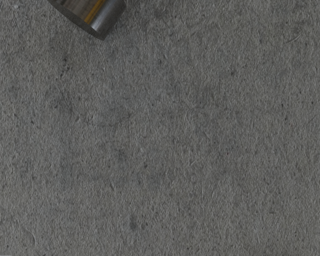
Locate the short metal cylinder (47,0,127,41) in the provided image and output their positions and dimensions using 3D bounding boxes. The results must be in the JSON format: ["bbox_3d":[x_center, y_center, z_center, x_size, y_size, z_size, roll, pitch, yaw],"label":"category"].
[{"bbox_3d":[-0.089,-0.153,0.382,0.080,0.080,0.050,34,90,0],"label":"short metal cylinder"}]
